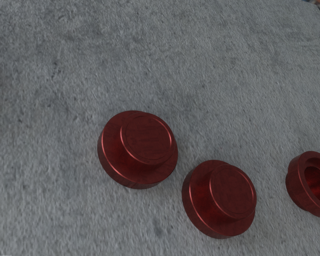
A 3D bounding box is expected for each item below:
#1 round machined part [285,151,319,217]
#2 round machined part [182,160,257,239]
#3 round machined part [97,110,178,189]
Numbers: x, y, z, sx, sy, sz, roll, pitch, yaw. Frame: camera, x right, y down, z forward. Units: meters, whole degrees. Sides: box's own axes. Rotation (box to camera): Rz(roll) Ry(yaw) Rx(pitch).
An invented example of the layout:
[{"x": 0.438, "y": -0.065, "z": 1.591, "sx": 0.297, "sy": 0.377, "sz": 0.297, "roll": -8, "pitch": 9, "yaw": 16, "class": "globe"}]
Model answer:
[{"x": 0.231, "y": 0.087, "z": 0.467, "sx": 0.099, "sy": 0.042, "sz": 0.098, "roll": 14, "pitch": 56, "yaw": -21, "class": "round machined part"}, {"x": 0.080, "y": 0.084, "z": 0.387, "sx": 0.099, "sy": 0.042, "sz": 0.098, "roll": 14, "pitch": 56, "yaw": -21, "class": "round machined part"}, {"x": -0.021, "y": 0.020, "z": 0.371, "sx": 0.099, "sy": 0.042, "sz": 0.098, "roll": 14, "pitch": 56, "yaw": -21, "class": "round machined part"}]
